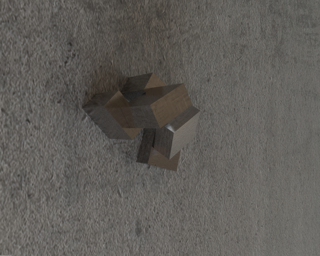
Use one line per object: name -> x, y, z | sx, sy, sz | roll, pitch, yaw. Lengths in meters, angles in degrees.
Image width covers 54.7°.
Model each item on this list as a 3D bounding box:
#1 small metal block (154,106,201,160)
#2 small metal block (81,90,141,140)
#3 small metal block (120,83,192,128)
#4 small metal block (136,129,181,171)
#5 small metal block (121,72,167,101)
small metal block -> 0.020, 0.003, 0.377 | 0.050, 0.025, 0.050 | -38, 151, -33
small metal block -> -0.053, -0.013, 0.348 | 0.025, 0.050, 0.050 | -53, 121, -27
small metal block -> -0.004, -0.023, 0.323 | 0.050, 0.050, 0.025 | -36, 113, -34
small metal block -> 0.001, 0.027, 0.409 | 0.050, 0.025, 0.050 | 21, 77, -38
small metal block -> -0.013, -0.040, 0.381 | 0.050, 0.050, 0.025 | 39, 66, -33
